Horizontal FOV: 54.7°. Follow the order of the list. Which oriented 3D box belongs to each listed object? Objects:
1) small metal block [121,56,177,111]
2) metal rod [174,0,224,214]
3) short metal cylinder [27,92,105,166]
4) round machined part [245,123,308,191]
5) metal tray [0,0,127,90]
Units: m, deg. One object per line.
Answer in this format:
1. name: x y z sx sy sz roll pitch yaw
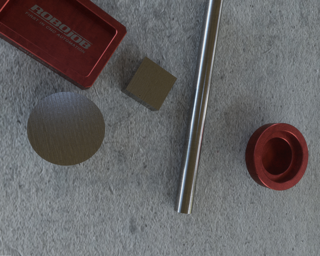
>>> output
1. small metal block: -0.014 -0.056 0.405 0.050 0.025 0.050 33 79 -18
2. metal rod: 0.054 -0.034 0.430 0.025 0.025 0.298 10 87 -20
3. short metal cylinder: -0.108 0.001 0.356 0.081 0.050 0.079 0 90 -21
4. round machined part: 0.169 0.041 0.464 0.099 0.042 0.097 0 90 -21
5. metal tray: -0.117 -0.116 0.363 0.130 0.030 0.090 33 79 -17
